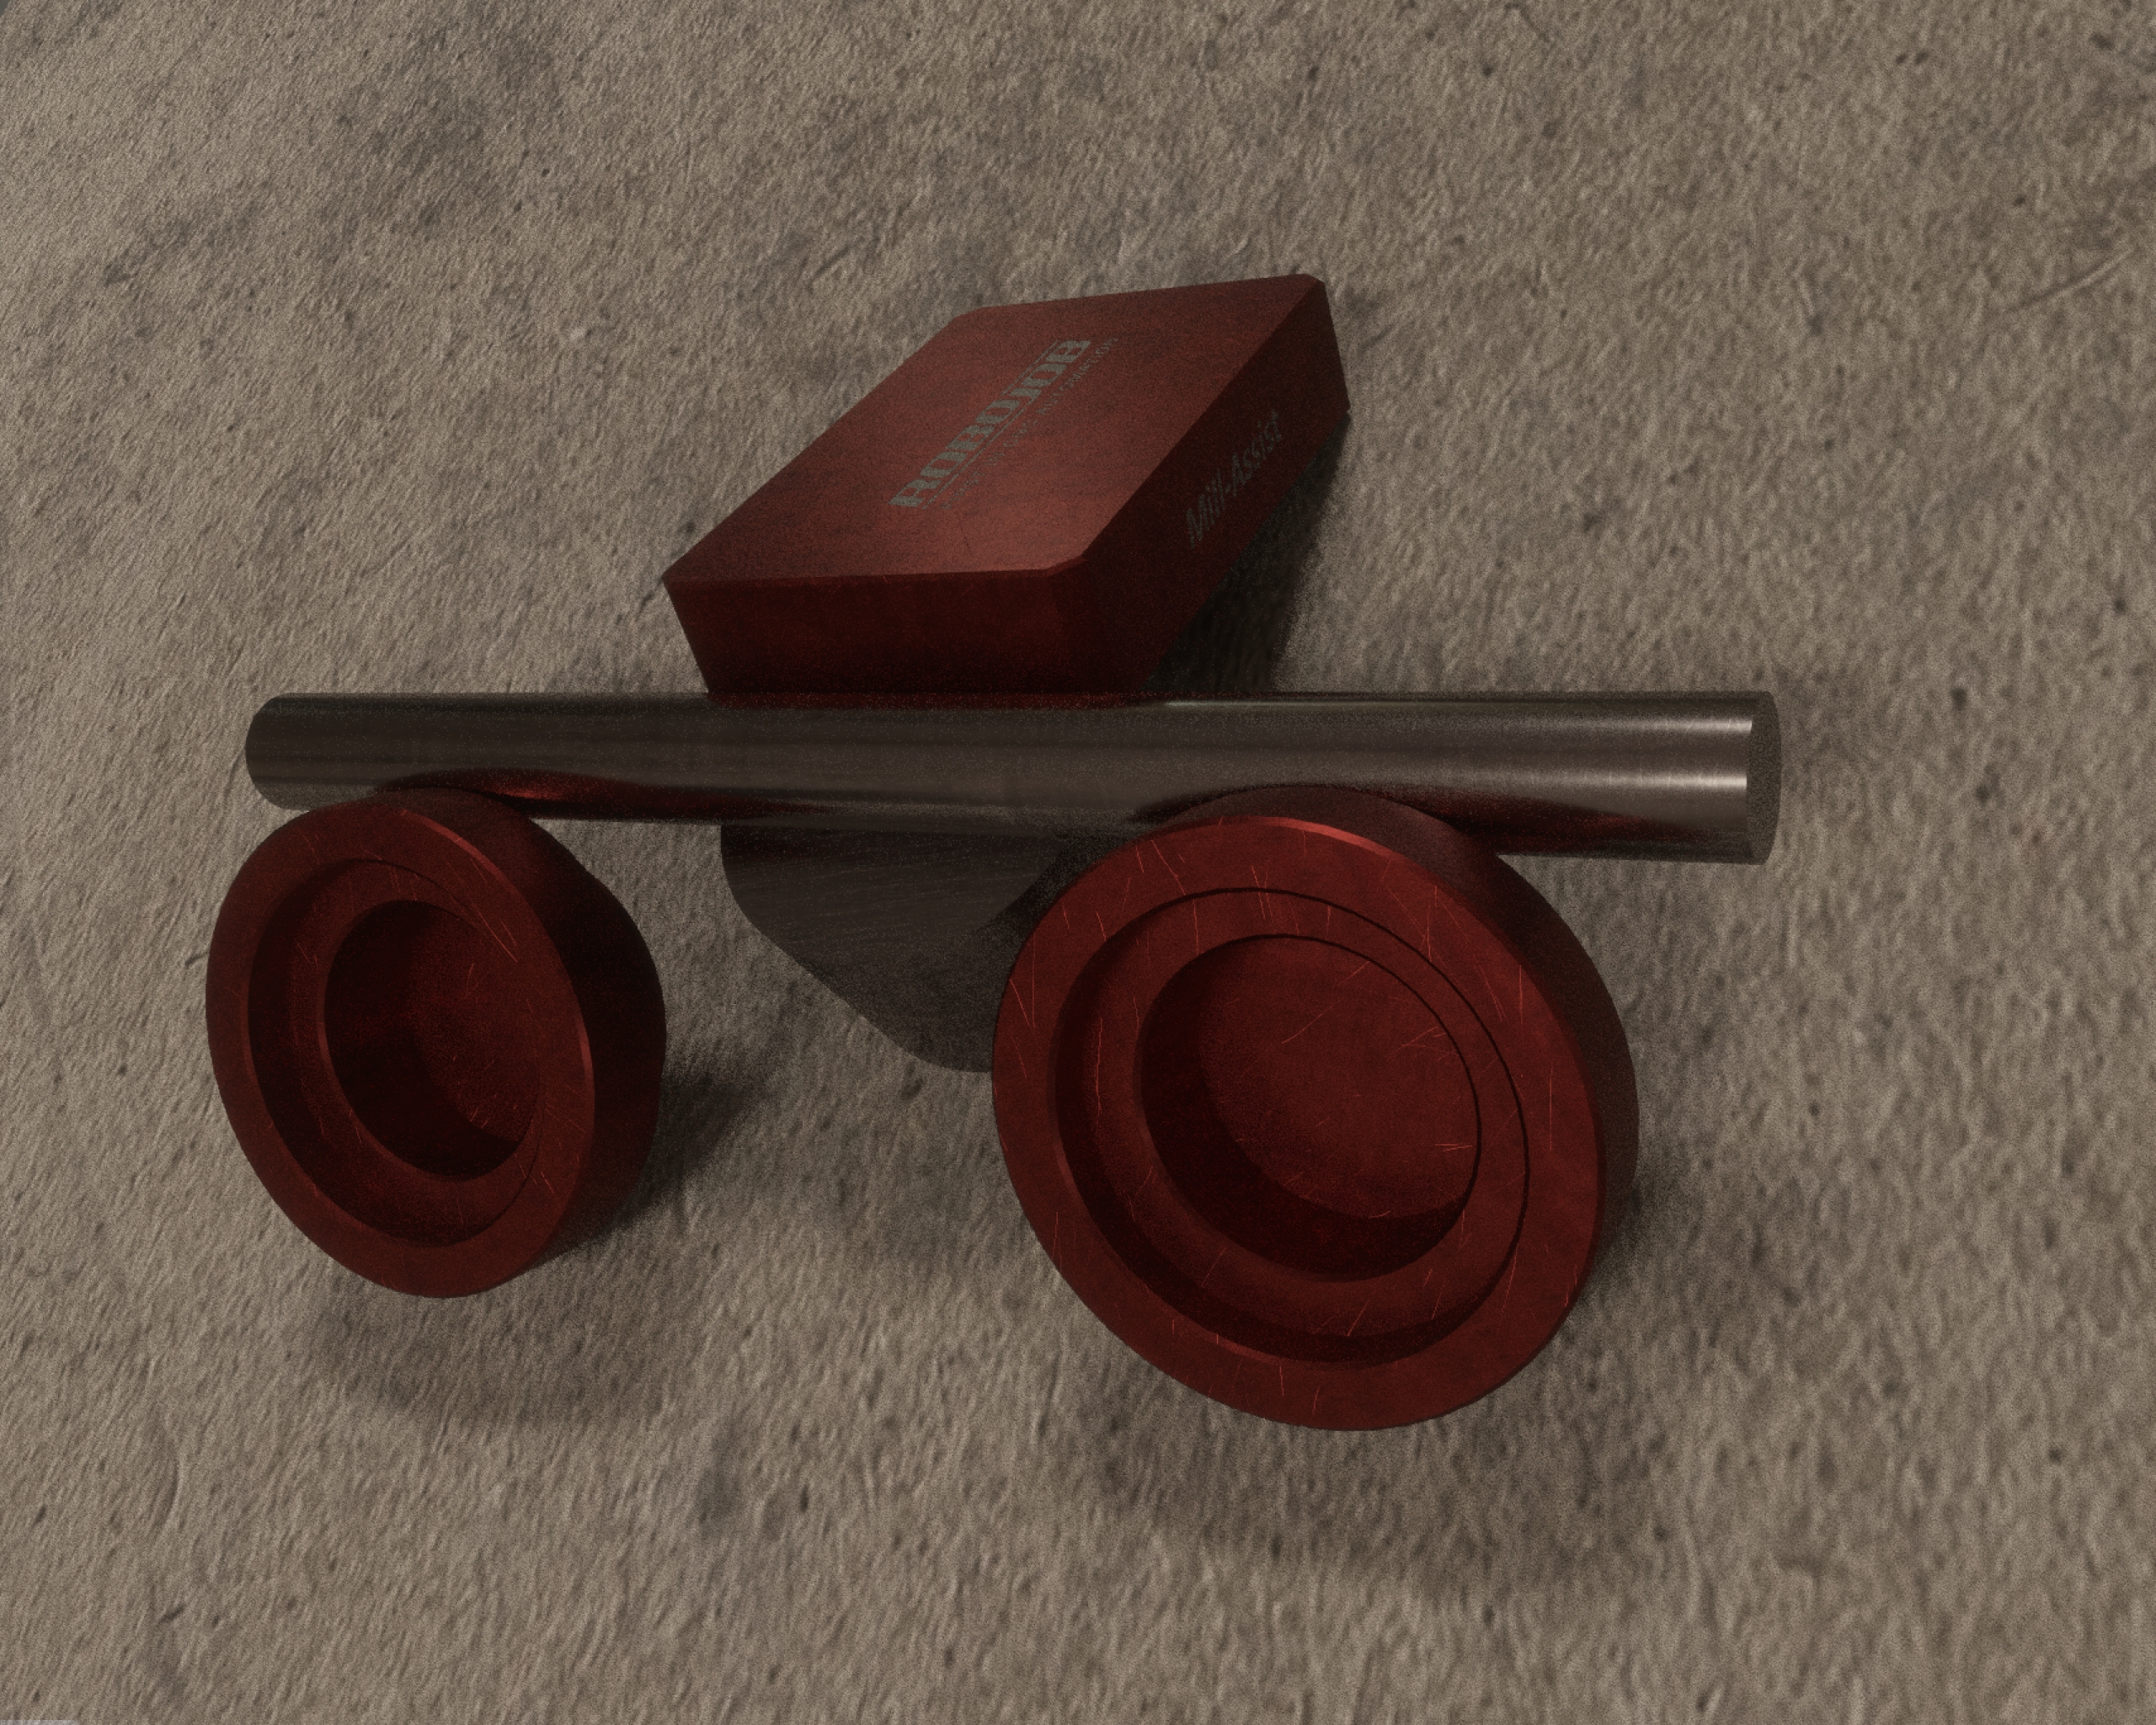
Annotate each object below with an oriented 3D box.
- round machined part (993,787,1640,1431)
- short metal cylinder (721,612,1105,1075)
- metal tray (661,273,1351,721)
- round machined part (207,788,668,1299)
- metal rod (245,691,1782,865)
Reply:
[{"bbox_3d":[0.039,0.035,0.329,0.098,0.042,0.097,8,108,26],"label":"round machined part"},{"bbox_3d":[-0.021,-0.005,0.403,0.080,0.050,0.080,-13,56,20],"label":"short metal cylinder"},{"bbox_3d":[-0.010,-0.075,0.417,0.090,0.030,0.131,2,37,29],"label":"metal tray"},{"bbox_3d":[-0.122,0.033,0.415,0.098,0.042,0.097,6,103,26],"label":"round machined part"},{"bbox_3d":[-0.034,-0.018,0.369,0.300,0.025,0.025,2,63,29],"label":"metal rod"}]
